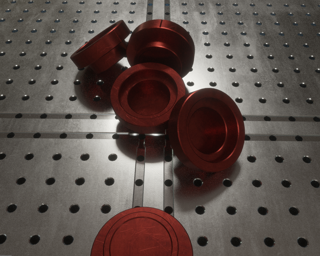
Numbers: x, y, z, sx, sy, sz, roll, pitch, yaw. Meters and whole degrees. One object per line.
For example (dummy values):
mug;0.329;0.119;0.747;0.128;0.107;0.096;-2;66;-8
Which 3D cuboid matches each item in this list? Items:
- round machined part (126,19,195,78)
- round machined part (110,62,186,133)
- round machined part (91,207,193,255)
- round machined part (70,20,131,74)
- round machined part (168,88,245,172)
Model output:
round machined part;0.000;-0.101;0.444;0.099;0.097;0.042;6;49;5
round machined part;-0.014;-0.037;0.417;0.099;0.042;0.098;-2;64;4
round machined part;-0.017;0.120;0.295;0.099;0.042;0.098;0;50;0
round machined part;-0.085;-0.120;0.475;0.098;0.042;0.098;-29;25;15
round machined part;0.051;0.004;0.372;0.099;0.042;0.097;4;82;-30
